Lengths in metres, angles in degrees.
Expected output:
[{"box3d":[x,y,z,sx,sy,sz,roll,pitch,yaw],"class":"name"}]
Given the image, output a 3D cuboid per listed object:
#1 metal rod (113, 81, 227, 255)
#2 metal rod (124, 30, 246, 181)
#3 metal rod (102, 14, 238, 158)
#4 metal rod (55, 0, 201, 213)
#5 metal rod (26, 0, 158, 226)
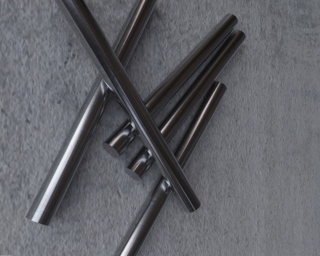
[{"box3d":[0.021,0.052,0.424,0.025,0.025,0.300,47,62,-30],"class":"metal rod"},{"box3d":[0.049,-0.048,0.447,0.301,0.025,0.025,-52,121,-27],"class":"metal rod"},{"box3d":[0.029,-0.074,0.430,0.301,0.025,0.025,-49,120,-29],"class":"metal rod"},{"box3d":[-0.026,-0.017,0.350,0.025,0.025,0.299,-45,117,-31],"class":"metal rod"},{"box3d":[-0.066,-0.040,0.350,0.025,0.025,0.300,35,68,-35],"class":"metal rod"}]
